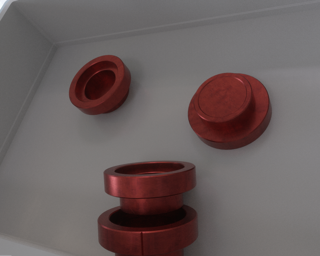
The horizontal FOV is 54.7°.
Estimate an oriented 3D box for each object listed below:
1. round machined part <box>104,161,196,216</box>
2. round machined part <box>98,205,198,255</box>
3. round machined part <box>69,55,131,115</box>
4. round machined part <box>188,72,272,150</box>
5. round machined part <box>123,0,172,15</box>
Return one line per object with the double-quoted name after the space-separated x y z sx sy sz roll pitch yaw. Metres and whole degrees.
-0.010 0.064 0.335 0.098 0.098 0.042 -2 92 27 "round machined part"
-0.011 0.107 0.309 0.098 0.098 0.042 -2 92 27 "round machined part"
-0.087 -0.061 0.479 0.098 0.042 0.098 -13 56 21 "round machined part"
0.079 -0.027 0.370 0.098 0.042 0.098 -13 56 21 "round machined part"
-0.016 -0.242 0.555 0.098 0.042 0.098 -13 56 21 "round machined part"
